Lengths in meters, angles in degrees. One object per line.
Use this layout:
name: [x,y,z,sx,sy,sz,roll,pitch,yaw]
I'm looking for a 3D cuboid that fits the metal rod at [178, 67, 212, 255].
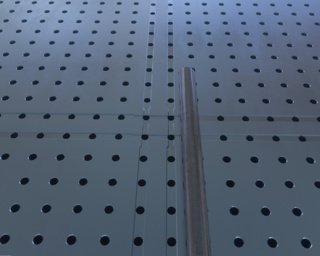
metal rod: [0.039,0.030,0.382,0.025,0.025,0.300,1,50,0]
